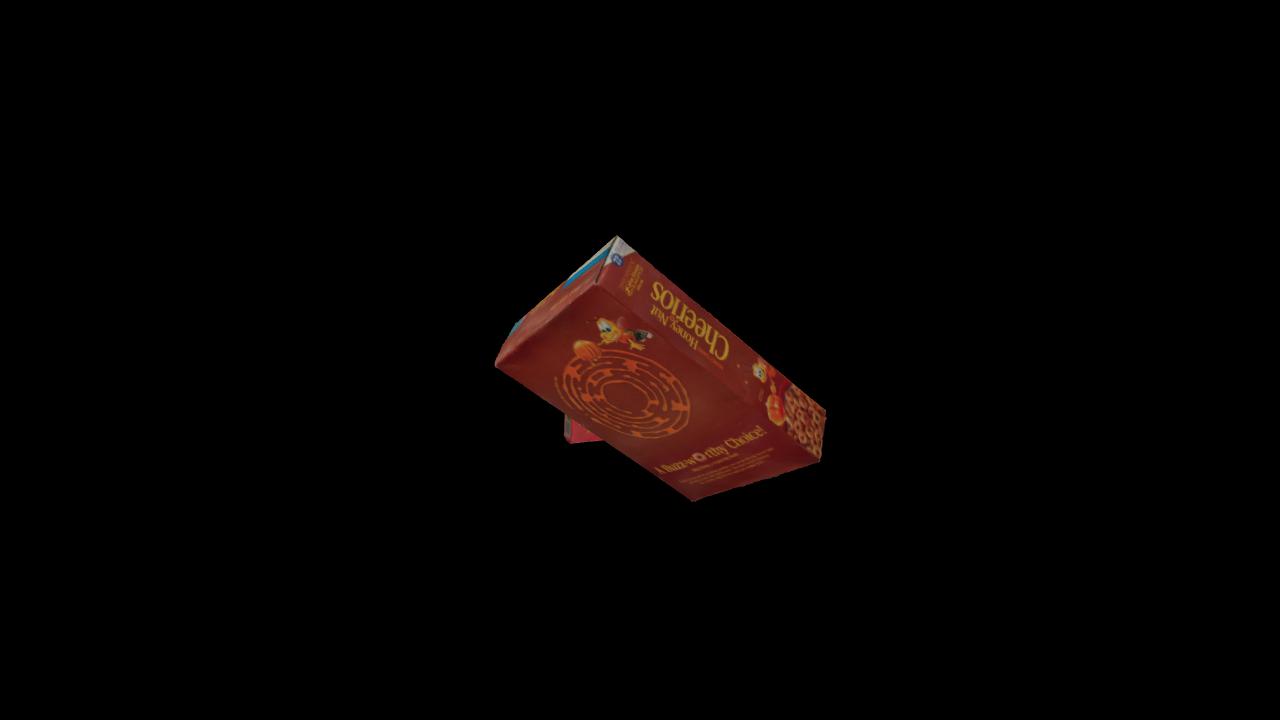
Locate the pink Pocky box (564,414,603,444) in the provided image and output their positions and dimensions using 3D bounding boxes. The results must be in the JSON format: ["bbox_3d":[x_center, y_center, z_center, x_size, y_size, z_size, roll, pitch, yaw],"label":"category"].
[{"bbox_3d":[-0.045,0.020,0.727,0.084,0.155,0.029,-3,13,-27],"label":"pink Pocky box"}]

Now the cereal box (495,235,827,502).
[{"bbox_3d":[0.021,0.029,0.662,0.306,0.081,0.203,37,-42,-19],"label":"cereal box"}]
